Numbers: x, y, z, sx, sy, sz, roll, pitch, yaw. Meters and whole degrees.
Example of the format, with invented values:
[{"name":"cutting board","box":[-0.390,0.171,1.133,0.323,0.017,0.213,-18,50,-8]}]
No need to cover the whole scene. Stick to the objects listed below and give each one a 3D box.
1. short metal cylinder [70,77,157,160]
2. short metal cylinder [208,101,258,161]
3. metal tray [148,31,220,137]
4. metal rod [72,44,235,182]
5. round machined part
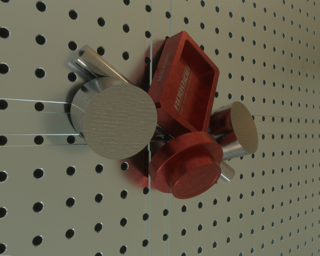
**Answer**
[{"name":"short metal cylinder","box":[-0.050,-0.012,0.335,0.081,0.050,0.079,-10,111,-27]},{"name":"short metal cylinder","box":[0.105,0.006,0.465,0.080,0.050,0.080,25,55,-42]},{"name":"metal tray","box":[0.034,-0.053,0.415,0.090,0.030,0.130,39,53,-33]},{"name":"metal rod","box":[0.012,-0.003,0.419,0.301,0.025,0.025,38,67,-33]},{"name":"round machined part","box":[0.038,0.054,0.395,0.099,0.042,0.097,-18,140,-15]}]
